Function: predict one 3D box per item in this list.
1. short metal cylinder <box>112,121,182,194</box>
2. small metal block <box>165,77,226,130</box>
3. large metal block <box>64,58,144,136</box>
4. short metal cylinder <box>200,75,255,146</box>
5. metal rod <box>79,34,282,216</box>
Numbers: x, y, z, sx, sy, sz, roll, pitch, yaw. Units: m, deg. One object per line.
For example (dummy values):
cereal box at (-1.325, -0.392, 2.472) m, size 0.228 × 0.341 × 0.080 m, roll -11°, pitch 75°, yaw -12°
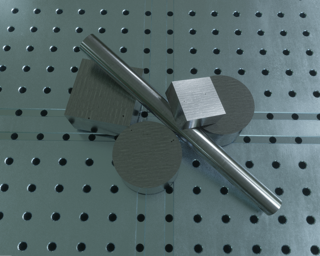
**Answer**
short metal cylinder at (-0.015, 0.038, 0.381) m, size 0.081 × 0.050 × 0.080 m, roll 0°, pitch 70°, yaw 0°
small metal block at (0.040, -0.029, 0.358) m, size 0.050 × 0.025 × 0.050 m, roll -11°, pitch 69°, yaw -23°
large metal block at (-0.068, -0.037, 0.406) m, size 0.080 × 0.050 × 0.080 m, roll 10°, pitch 70°, yaw 3°
short metal cylinder at (0.076, -0.021, 0.403) m, size 0.081 × 0.050 × 0.080 m, roll 0°, pitch 70°, yaw 0°
metal rod at (0.025, -0.003, 0.372) m, size 0.300 × 0.025 × 0.025 m, roll 41°, pitch 75°, yaw -1°
